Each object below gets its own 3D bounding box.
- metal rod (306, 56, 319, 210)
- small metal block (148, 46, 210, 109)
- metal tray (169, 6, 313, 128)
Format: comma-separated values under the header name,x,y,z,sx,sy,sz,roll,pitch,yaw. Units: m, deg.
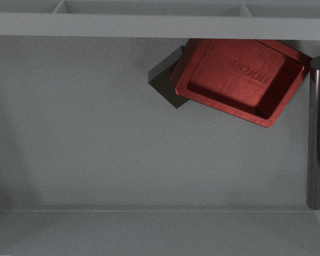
name,x,y,z,sx,sy,sz,roll,pitch,yaw
metal rod,0.214,0.030,0.418,0.025,0.025,0.299,-15,135,12
small metal block,0.022,-0.058,0.360,0.050,0.025,0.050,-34,123,25
metal tray,0.087,-0.061,0.334,0.131,0.030,0.089,18,114,-22
